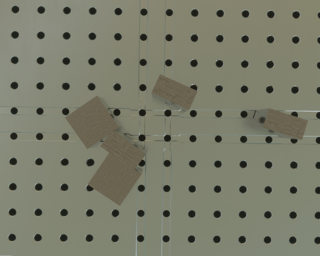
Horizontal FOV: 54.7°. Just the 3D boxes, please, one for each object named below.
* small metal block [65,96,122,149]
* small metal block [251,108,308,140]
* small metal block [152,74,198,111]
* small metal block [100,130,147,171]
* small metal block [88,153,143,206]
[{"bbox_3d":[-0.088,-0.007,0.412,0.050,0.025,0.050,-35,90,0],"label":"small metal block"},{"bbox_3d":[0.153,-0.005,0.403,0.050,0.050,0.025,17,90,-1],"label":"small metal block"},{"bbox_3d":[0.018,-0.044,0.401,0.050,0.050,0.025,24,90,-1],"label":"small metal block"},{"bbox_3d":[-0.045,0.027,0.400,0.050,0.050,0.025,37,90,-1],"label":"small metal block"},{"bbox_3d":[-0.059,0.066,0.413,0.050,0.025,0.050,34,90,-1],"label":"small metal block"}]
